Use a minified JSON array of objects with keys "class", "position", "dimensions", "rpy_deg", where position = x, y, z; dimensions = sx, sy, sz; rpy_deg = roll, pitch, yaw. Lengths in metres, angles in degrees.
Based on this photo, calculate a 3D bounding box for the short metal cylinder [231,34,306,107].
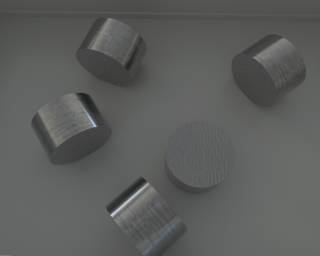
[{"class":"short metal cylinder","position":[0.141,-0.075,0.409],"dimensions":[0.050,0.080,0.080],"rpy_deg":[-35,74,-12]}]

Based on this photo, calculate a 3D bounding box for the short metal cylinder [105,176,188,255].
[{"class":"short metal cylinder","position":[-0.015,0.100,0.343],"dimensions":[0.050,0.080,0.080],"rpy_deg":[-40,75,-13]}]

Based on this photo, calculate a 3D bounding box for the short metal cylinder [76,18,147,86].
[{"class":"short metal cylinder","position":[-0.064,-0.100,0.416],"dimensions":[0.080,0.080,0.050],"rpy_deg":[21,72,7]}]

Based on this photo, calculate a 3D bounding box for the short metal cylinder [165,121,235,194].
[{"class":"short metal cylinder","position":[0.046,0.038,0.383],"dimensions":[0.081,0.050,0.080],"rpy_deg":[0,70,0]}]

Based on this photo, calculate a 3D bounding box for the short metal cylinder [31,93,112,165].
[{"class":"short metal cylinder","position":[-0.107,0.002,0.379],"dimensions":[0.080,0.080,0.050],"rpy_deg":[-31,73,-11]}]
